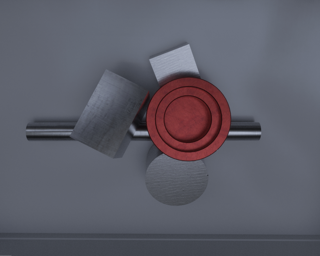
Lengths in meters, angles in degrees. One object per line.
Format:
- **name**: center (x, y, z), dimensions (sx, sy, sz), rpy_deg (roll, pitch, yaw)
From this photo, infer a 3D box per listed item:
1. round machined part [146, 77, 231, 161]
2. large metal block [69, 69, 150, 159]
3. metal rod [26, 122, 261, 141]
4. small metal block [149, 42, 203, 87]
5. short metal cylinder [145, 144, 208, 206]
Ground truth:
- **round machined part**: center (0.033, -0.011, 0.377), dimensions (0.099, 0.042, 0.097), rpy_deg (0, 93, 0)
- **large metal block**: center (-0.052, -0.012, 0.360), dimensions (0.050, 0.080, 0.080), rpy_deg (27, 85, 2)
- **metal rod**: center (-0.020, 0.005, 0.410), dimensions (0.302, 0.025, 0.025), rpy_deg (0, 110, -1)
- **small metal block**: center (0.019, -0.072, 0.384), dimensions (0.050, 0.025, 0.050), rpy_deg (-20, 109, 6)
- **short metal cylinder**: center (0.021, 0.056, 0.417), dimensions (0.081, 0.050, 0.079), rpy_deg (0, 110, -1)
